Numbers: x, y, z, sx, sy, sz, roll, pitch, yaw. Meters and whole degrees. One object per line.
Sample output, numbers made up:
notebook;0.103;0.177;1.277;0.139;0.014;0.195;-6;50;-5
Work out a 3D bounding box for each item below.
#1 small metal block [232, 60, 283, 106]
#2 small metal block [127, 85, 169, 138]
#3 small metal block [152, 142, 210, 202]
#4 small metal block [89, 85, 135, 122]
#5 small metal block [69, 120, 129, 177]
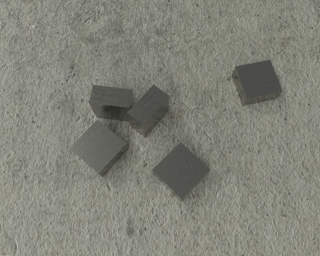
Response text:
small metal block;0.134;-0.063;0.432;0.050;0.025;0.050;-12;71;-4
small metal block;-0.014;-0.021;0.402;0.025;0.050;0.050;38;74;12
small metal block;0.026;0.055;0.388;0.050;0.025;0.050;43;75;14
small metal block;-0.060;-0.031;0.406;0.050;0.050;0.025;8;70;3
small metal block;-0.077;0.026;0.398;0.050;0.025;0.050;38;74;12
